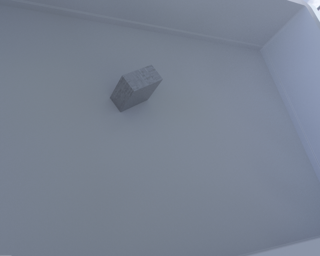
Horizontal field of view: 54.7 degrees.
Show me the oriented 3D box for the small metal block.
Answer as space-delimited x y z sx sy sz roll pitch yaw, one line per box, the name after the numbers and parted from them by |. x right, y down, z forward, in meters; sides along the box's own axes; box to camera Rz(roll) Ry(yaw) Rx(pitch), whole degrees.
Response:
-0.031 -0.052 0.405 0.050 0.050 0.025 -29 78 -38 | small metal block
